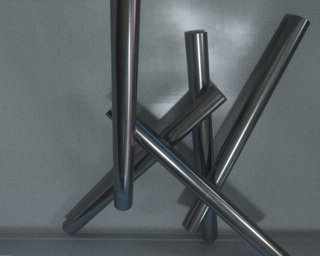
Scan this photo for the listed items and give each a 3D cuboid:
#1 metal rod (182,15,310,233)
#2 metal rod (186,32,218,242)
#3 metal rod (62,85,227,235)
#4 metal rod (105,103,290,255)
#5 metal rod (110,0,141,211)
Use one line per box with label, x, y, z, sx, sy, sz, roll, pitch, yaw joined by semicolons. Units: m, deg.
metal rod;0.104;0.004;0.396;0.025;0.025;0.298;23;102;-8
metal rod;0.060;0.026;0.421;0.025;0.025;0.298;-6;110;2
metal rod;-0.033;0.054;0.415;0.025;0.025;0.299;42;110;-14
metal rod;0.054;0.076;0.385;0.300;0.025;0.025;43;105;-10
metal rod;-0.037;-0.016;0.323;0.025;0.025;0.298;4;128;-2
